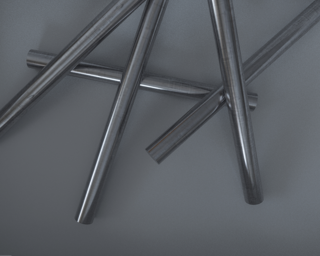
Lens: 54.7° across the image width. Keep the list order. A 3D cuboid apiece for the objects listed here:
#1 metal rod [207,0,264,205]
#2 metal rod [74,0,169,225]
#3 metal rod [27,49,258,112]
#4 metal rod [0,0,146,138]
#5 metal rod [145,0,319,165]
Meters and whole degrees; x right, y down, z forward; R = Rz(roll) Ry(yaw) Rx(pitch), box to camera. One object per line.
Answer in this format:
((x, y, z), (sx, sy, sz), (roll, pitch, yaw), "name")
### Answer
((0.089, -0.039, 0.362), (0.025, 0.025, 0.298), (-16, 111, 0), "metal rod")
((-0.051, -0.018, 0.391), (0.025, 0.025, 0.298), (20, 98, -1), "metal rod")
((-0.022, -0.063, 0.411), (0.302, 0.025, 0.025), (11, 90, -1), "metal rod")
((-0.118, -0.079, 0.380), (0.300, 0.025, 0.025), (-40, 91, 11), "metal rod")
((0.102, -0.063, 0.391), (0.301, 0.025, 0.025), (-41, 90, -9), "metal rod")
